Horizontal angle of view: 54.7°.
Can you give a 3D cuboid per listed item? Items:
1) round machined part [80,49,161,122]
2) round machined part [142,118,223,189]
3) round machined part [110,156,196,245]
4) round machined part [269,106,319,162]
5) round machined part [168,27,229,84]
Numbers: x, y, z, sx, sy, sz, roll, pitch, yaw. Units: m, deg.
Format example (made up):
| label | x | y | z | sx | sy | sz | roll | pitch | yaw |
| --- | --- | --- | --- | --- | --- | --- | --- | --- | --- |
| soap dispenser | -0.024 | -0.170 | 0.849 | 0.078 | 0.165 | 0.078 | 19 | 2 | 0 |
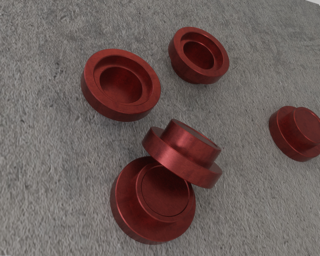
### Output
| label | x | y | z | sx | sy | sz | roll | pitch | yaw |
| --- | --- | --- | --- | --- | --- | --- | --- | --- | --- |
| round machined part | -0.052 | -0.050 | 0.395 | 0.099 | 0.042 | 0.098 | 14 | 56 | -21 |
| round machined part | 0.032 | 0.024 | 0.360 | 0.098 | 0.042 | 0.098 | 31 | 9 | -5 |
| round machined part | -0.002 | 0.076 | 0.345 | 0.099 | 0.042 | 0.098 | 14 | 56 | -21 |
| round machined part | 0.235 | 0.004 | 0.517 | 0.099 | 0.042 | 0.098 | 14 | 56 | -21 |
| round machined part | 0.057 | -0.109 | 0.489 | 0.099 | 0.042 | 0.098 | 14 | 56 | -21 |
